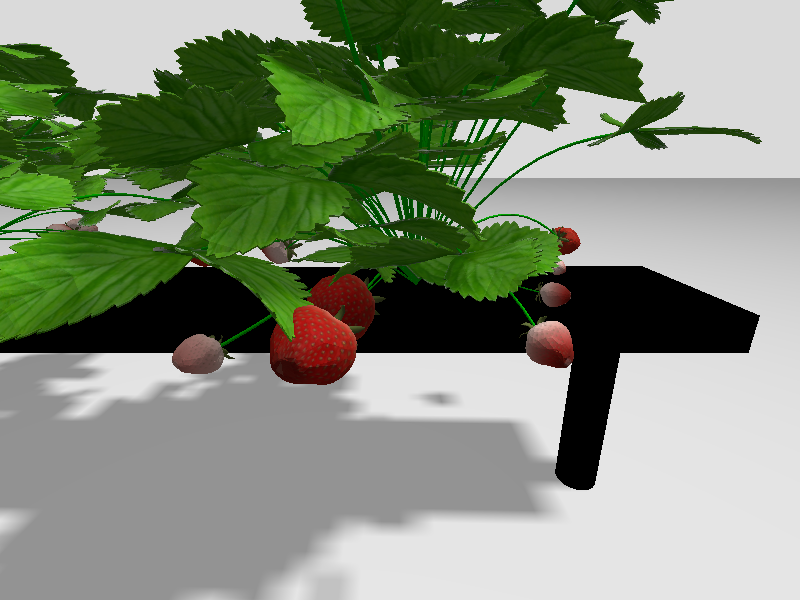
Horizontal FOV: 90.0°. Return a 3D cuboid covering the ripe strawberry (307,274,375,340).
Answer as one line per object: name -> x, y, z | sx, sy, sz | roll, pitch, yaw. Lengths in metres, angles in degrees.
ripe strawberry -> -0.038, 0.007, 0.237 | 0.042, 0.044, 0.046 | 7, 21, 21

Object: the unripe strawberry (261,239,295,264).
unripe strawberry -> -0.137, -0.059, 0.442 | 0.038, 0.037, 0.035 | 10, 21, 28

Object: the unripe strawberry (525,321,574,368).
unripe strawberry -> 0.081, 0.025, 0.213 | 0.024, 0.025, 0.026 | -8, 37, -22

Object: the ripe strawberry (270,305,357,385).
ripe strawberry -> -0.044, 0.023, 0.193 | 0.043, 0.037, 0.043 | 6, 20, 18

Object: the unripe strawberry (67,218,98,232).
unripe strawberry -> -0.440, -0.097, 0.557 | 0.036, 0.033, 0.033 | 0, 18, -1

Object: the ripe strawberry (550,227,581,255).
ripe strawberry -> 0.195, -0.069, 0.474 | 0.033, 0.033, 0.036 | 10, 10, -37

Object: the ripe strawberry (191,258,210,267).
ripe strawberry -> -0.217, -0.054, 0.430 | 0.038, 0.037, 0.035 | 5, 19, 17

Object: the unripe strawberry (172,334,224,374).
unripe strawberry -> -0.103, 0.029, 0.203 | 0.024, 0.021, 0.022 | 13, 23, 33

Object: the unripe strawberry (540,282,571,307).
unripe strawberry -> 0.118, -0.004, 0.302 | 0.022, 0.019, 0.022 | 12, 22, 29

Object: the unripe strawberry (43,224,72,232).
unripe strawberry -> -0.440, -0.084, 0.519 | 0.036, 0.031, 0.036 | 0, 18, -1
